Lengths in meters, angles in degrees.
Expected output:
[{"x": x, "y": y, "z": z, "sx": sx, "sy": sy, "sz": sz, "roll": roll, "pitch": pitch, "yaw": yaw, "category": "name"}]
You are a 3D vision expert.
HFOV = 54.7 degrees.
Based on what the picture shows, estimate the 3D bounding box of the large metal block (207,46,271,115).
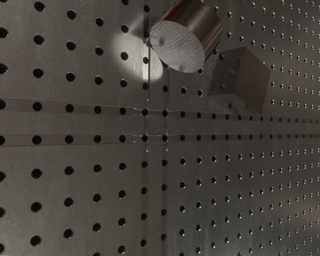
[{"x": 0.131, "y": -0.073, "z": 0.506, "sx": 0.080, "sy": 0.050, "sz": 0.080, "roll": 28, "pitch": 73, "yaw": -37, "category": "large metal block"}]

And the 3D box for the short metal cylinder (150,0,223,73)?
[{"x": 0.034, "y": -0.119, "z": 0.404, "sx": 0.080, "sy": 0.080, "sz": 0.050, "roll": 51, "pitch": 60, "yaw": -29, "category": "short metal cylinder"}]
